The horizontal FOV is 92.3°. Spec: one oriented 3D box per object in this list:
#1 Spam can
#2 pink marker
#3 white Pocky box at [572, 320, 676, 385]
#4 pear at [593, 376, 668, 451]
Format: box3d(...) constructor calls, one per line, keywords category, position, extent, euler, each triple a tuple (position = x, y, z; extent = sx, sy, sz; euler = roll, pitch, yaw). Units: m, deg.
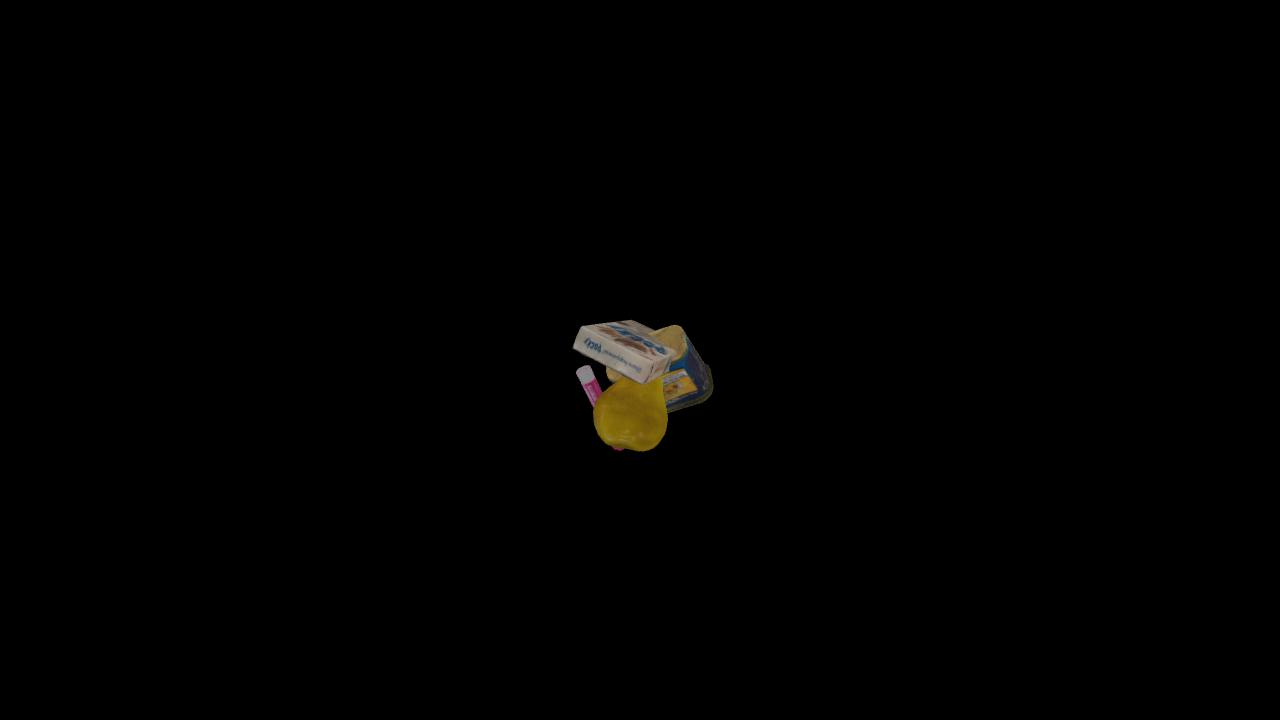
box3d(category="Spam can", position=(0.021, 0.015, 0.699), extent=(0.101, 0.058, 0.085), euler=(-20, -40, 15))
box3d(category="pink marker", position=(-0.045, 0.061, 0.747), extent=(0.020, 0.121, 0.020), euler=(-19, 25, 9))
box3d(category="white Pocky box", position=(-0.004, -0.012, 0.654), extent=(0.084, 0.028, 0.154), euler=(26, 14, 13))
box3d(category="pear", position=(-0.005, 0.039, 0.655), extent=(0.080, 0.111, 0.080), euler=(10, -16, 3))
